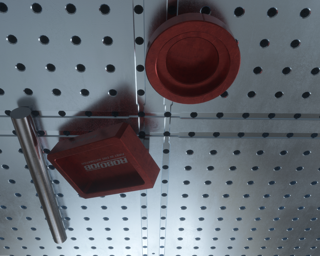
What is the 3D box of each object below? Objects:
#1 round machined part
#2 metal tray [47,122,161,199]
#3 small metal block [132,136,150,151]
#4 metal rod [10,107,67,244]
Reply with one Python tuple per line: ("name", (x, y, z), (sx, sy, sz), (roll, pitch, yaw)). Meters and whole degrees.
("round machined part", (0.034, -0.077, 0.336), (0.099, 0.042, 0.097), (-1, 130, 0))
("metal tray", (-0.077, 0.049, 0.419), (0.130, 0.030, 0.090), (-16, 121, 30))
("small metal block", (-0.041, 0.038, 0.443), (0.050, 0.025, 0.050), (3, 130, -3))
("metal rod", (-0.182, 0.094, 0.488), (0.025, 0.025, 0.298), (1, 130, -2))
